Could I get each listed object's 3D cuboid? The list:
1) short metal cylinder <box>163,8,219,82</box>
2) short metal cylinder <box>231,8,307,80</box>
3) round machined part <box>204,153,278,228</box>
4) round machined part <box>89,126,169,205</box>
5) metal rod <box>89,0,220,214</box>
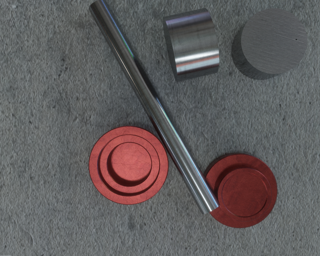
[{"bbox_3d":[0.037,-0.102,0.383,0.050,0.080,0.080,-13,90,0],"label":"short metal cylinder"},{"bbox_3d":[0.138,-0.105,0.399,0.081,0.050,0.079,0,90,-1],"label":"short metal cylinder"},{"bbox_3d":[0.105,0.082,0.403,0.099,0.042,0.097,0,90,-1],"label":"round machined part"},{"bbox_3d":[-0.038,0.046,0.401,0.099,0.042,0.097,0,90,-1],"label":"round machined part"},{"bbox_3d":[-0.010,-0.031,0.393,0.025,0.025,0.299,-29,84,0],"label":"metal rod"}]
